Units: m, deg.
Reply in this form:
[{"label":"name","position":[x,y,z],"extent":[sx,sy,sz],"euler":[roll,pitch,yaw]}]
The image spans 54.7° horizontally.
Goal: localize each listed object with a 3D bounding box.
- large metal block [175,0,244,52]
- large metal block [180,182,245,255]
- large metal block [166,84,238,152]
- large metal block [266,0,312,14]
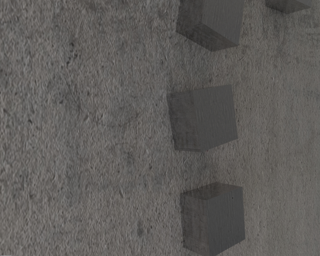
[{"label":"large metal block","position":[0.075,-0.167,0.450],"extent":[0.081,0.050,0.080],"euler":[16,80,-39]},{"label":"large metal block","position":[0.078,0.130,0.454],"extent":[0.081,0.050,0.079],"euler":[-8,95,-40]},{"label":"large metal block","position":[0.061,-0.016,0.439],"extent":[0.081,0.050,0.079],"euler":[-15,100,-39]},{"label":"large metal block","position":[0.246,-0.273,0.594],"extent":[0.081,0.050,0.079],"euler":[-4,93,-40]}]
